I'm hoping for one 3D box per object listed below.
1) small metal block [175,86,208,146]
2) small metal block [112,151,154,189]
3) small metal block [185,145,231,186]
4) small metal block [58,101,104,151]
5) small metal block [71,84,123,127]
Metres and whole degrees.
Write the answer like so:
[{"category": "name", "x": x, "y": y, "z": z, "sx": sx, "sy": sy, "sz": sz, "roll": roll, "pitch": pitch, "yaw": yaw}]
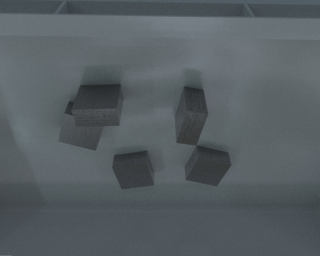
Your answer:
[{"category": "small metal block", "x": 0.037, "y": -0.015, "z": 0.380, "sx": 0.025, "sy": 0.050, "sz": 0.050, "roll": 9, "pitch": 130, "yaw": -7}, {"category": "small metal block", "x": -0.038, "y": 0.063, "z": 0.462, "sx": 0.050, "sy": 0.025, "sz": 0.050, "roll": -9, "pitch": 130, "yaw": 7}, {"category": "small metal block", "x": 0.070, "y": 0.057, "z": 0.458, "sx": 0.050, "sy": 0.025, "sz": 0.050, "roll": 13, "pitch": 129, "yaw": -12}, {"category": "small metal block", "x": -0.102, "y": -0.002, "z": 0.407, "sx": 0.050, "sy": 0.025, "sz": 0.050, "roll": 16, "pitch": 128, "yaw": -13}, {"category": "small metal block", "x": -0.072, "y": -0.027, "z": 0.368, "sx": 0.050, "sy": 0.050, "sz": 0.025, "roll": -2, "pitch": 130, "yaw": 1}]
